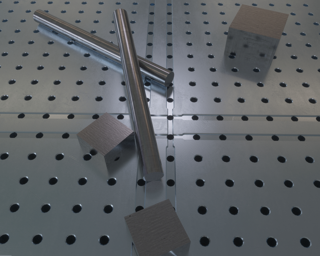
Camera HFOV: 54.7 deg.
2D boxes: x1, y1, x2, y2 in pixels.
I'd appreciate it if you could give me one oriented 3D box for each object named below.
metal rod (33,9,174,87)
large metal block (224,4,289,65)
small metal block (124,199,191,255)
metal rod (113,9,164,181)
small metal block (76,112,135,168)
[{"bbox_3d":[-0.107,-0.142,0.526,0.300,0.025,0.025,30,56,22],"label":"metal rod"},{"bbox_3d":[0.164,-0.160,0.527,0.080,0.050,0.080,19,53,15],"label":"large metal block"},{"bbox_3d":[-0.003,0.108,0.317,0.050,0.025,0.050,-19,53,-15],"label":"small metal block"},{"bbox_3d":[-0.037,-0.066,0.440,0.025,0.025,0.299,-9,58,-7],"label":"metal rod"},{"bbox_3d":[-0.068,0.014,0.395,0.050,0.025,0.050,34,58,25],"label":"small metal block"}]
